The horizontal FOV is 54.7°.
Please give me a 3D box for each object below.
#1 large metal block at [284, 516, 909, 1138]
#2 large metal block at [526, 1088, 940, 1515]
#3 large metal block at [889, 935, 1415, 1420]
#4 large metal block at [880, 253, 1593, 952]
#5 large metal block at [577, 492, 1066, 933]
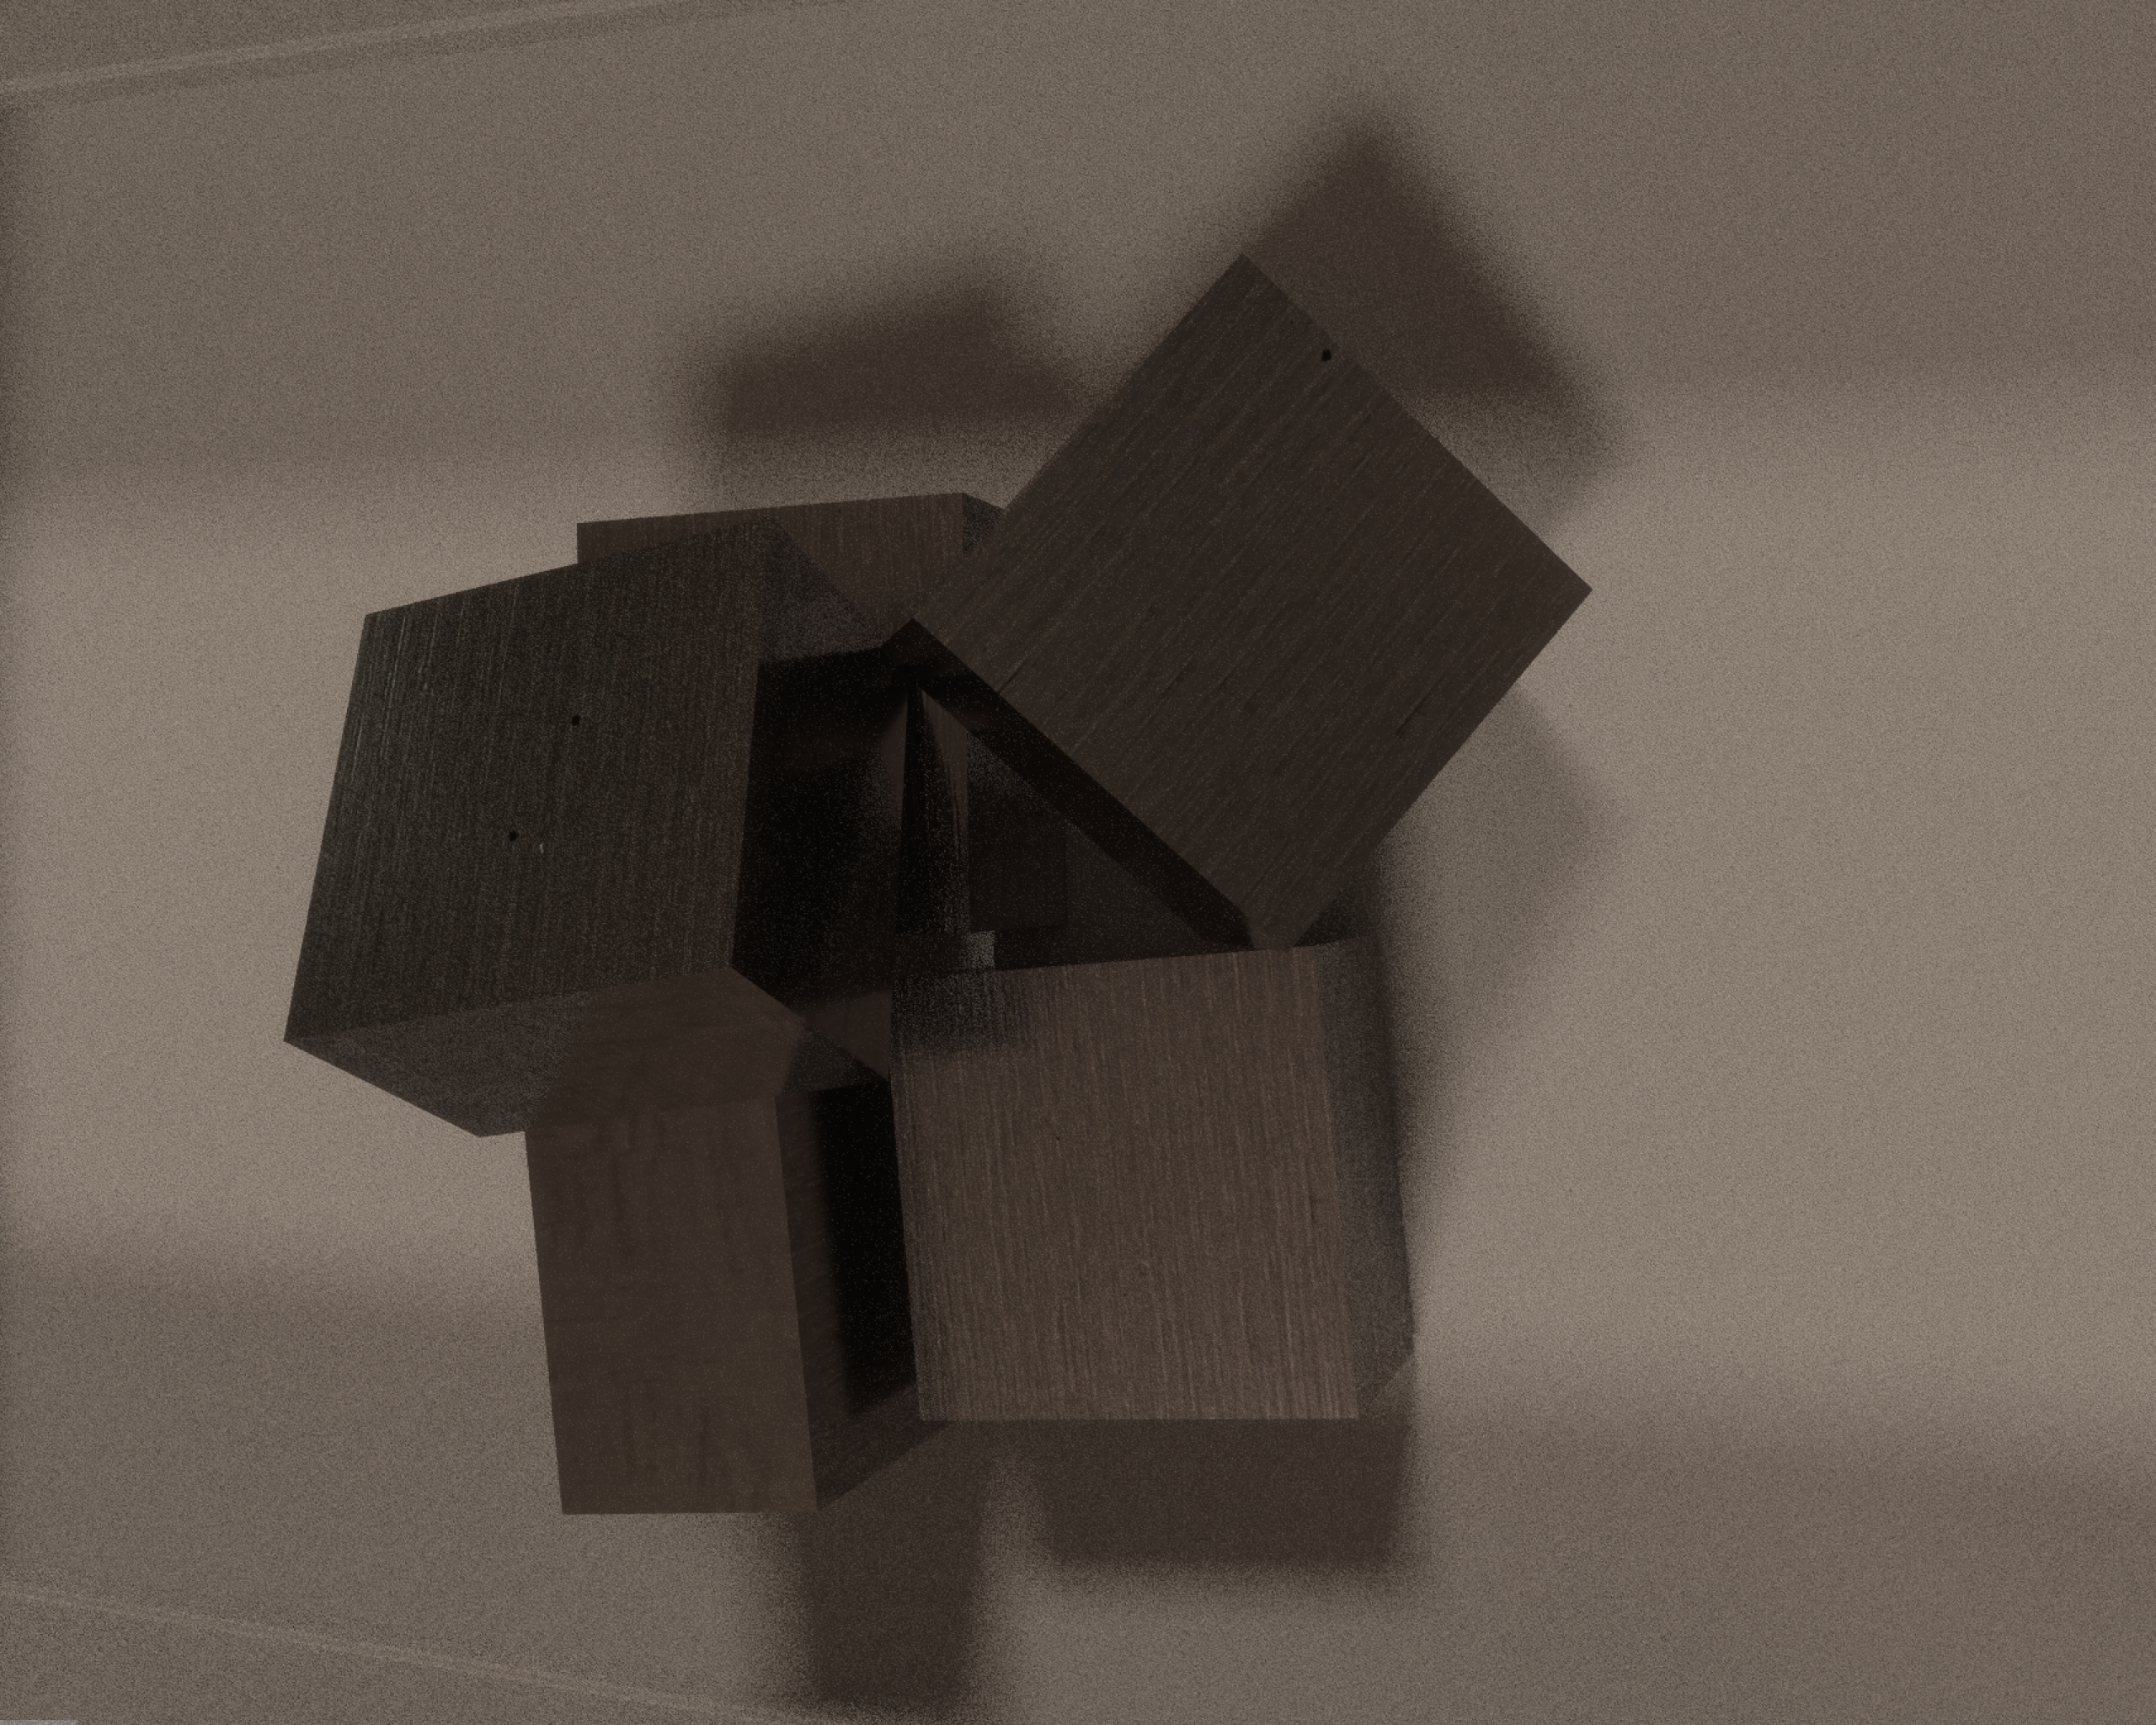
[{"bbox_3d":[-0.078,-0.004,0.353,0.080,0.050,0.080,-10,61,19],"label":"large metal block"},{"bbox_3d":[-0.058,0.073,0.399,0.050,0.080,0.080,-7,88,19],"label":"large metal block"},{"bbox_3d":[0.014,0.057,0.388,0.080,0.050,0.080,-6,88,19],"label":"large metal block"},{"bbox_3d":[0.025,-0.042,0.359,0.080,0.050,0.080,42,82,-9],"label":"large metal block"},{"bbox_3d":[-0.050,-0.027,0.412,0.080,0.050,0.079,-1,90,19],"label":"large metal block"}]
